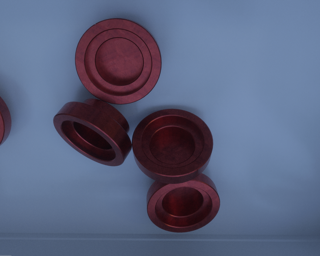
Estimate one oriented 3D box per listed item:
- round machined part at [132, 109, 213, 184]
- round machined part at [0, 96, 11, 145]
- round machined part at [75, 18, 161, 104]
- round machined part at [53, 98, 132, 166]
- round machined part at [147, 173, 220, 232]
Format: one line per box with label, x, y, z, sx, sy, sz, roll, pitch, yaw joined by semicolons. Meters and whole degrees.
round machined part;0.016;0.026;0.392;0.099;0.098;0.042;-1;145;0
round machined part;-0.239;-0.014;0.394;0.099;0.042;0.097;-1;111;-2
round machined part;-0.047;-0.081;0.372;0.099;0.042;0.097;0;110;0
round machined part;-0.078;0.001;0.384;0.098;0.042;0.098;21;148;15
round machined part;0.031;0.096;0.431;0.099;0.042;0.097;-2;121;-4
